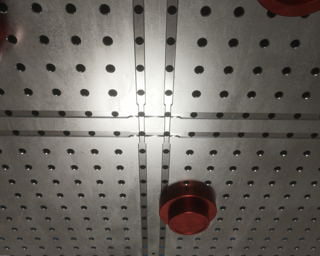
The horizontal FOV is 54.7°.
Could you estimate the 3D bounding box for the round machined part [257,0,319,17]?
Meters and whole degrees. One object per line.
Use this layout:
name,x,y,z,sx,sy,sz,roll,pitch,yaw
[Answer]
round machined part,0.123,-0.153,0.272,0.099,0.042,0.097,-1,130,0

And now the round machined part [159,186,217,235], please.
round machined part,0.048,0.146,0.525,0.099,0.042,0.097,-1,130,0

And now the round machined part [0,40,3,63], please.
round machined part,-0.213,-0.093,0.318,0.099,0.042,0.097,-1,130,0
